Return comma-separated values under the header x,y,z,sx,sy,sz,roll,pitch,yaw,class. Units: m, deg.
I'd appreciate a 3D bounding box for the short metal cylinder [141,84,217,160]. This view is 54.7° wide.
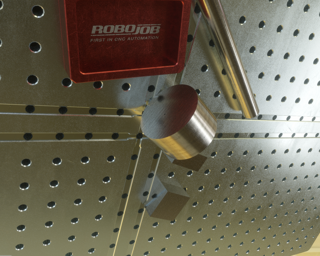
x,y,z,sx,sy,sz,roll,pitch,yaw,class
0.023,-0.007,0.385,0.080,0.080,0.050,-44,130,2,short metal cylinder

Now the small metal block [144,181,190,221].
x,y,z,sx,sy,sz,roll,pitch,yaw,class
0.011,0.117,0.492,0.050,0.025,0.050,24,105,-37,small metal block

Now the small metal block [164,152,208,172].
x,y,z,sx,sy,sz,roll,pitch,yaw,class
0.030,0.031,0.433,0.050,0.050,0.025,23,106,-37,small metal block

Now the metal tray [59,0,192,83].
x,y,z,sx,sy,sz,roll,pitch,yaw,class
-0.034,-0.100,0.328,0.131,0.030,0.089,-10,123,-24,metal tray

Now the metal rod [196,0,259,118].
x,y,z,sx,sy,sz,roll,pitch,yaw,class
0.074,-0.119,0.379,0.025,0.025,0.300,-38,130,-3,metal rod
